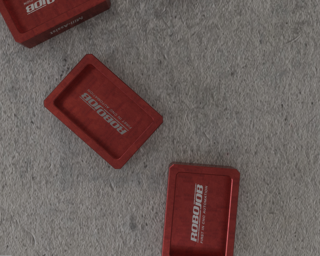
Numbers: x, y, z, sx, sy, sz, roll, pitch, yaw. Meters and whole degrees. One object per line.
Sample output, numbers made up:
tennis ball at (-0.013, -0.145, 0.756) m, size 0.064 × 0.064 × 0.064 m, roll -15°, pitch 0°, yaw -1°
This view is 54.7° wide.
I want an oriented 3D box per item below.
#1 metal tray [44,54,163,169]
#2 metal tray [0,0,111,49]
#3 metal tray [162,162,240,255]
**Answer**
metal tray at (-0.072, -0.021, 0.406) m, size 0.130 × 0.030 × 0.090 m, roll 42°, pitch 90°, yaw 0°
metal tray at (-0.143, -0.174, 0.405) m, size 0.130 × 0.030 × 0.090 m, roll -27°, pitch 90°, yaw 0°
metal tray at (0.052, 0.113, 0.407) m, size 0.091 × 0.030 × 0.129 m, roll 5°, pitch 90°, yaw 0°
